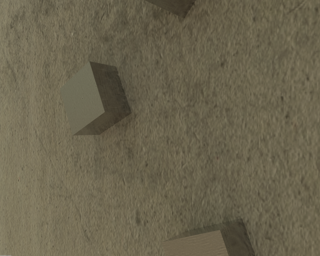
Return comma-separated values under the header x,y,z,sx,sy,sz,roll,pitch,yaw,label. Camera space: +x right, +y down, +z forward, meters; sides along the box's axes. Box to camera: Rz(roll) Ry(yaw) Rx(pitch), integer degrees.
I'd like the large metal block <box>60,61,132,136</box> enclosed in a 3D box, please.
x,y,z,sx,sy,sz,roll,pitch,yaw,label
-0.099,-0.041,0.468,0.080,0.050,0.080,-30,71,35,large metal block

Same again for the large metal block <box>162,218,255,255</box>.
x,y,z,sx,sy,sz,roll,pitch,yaw,label
0.058,0.152,0.339,0.080,0.050,0.080,-28,73,36,large metal block

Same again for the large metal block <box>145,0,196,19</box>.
x,y,z,sx,sy,sz,roll,pitch,yaw,label
-0.004,-0.185,0.371,0.080,0.081,0.050,51,120,27,large metal block
